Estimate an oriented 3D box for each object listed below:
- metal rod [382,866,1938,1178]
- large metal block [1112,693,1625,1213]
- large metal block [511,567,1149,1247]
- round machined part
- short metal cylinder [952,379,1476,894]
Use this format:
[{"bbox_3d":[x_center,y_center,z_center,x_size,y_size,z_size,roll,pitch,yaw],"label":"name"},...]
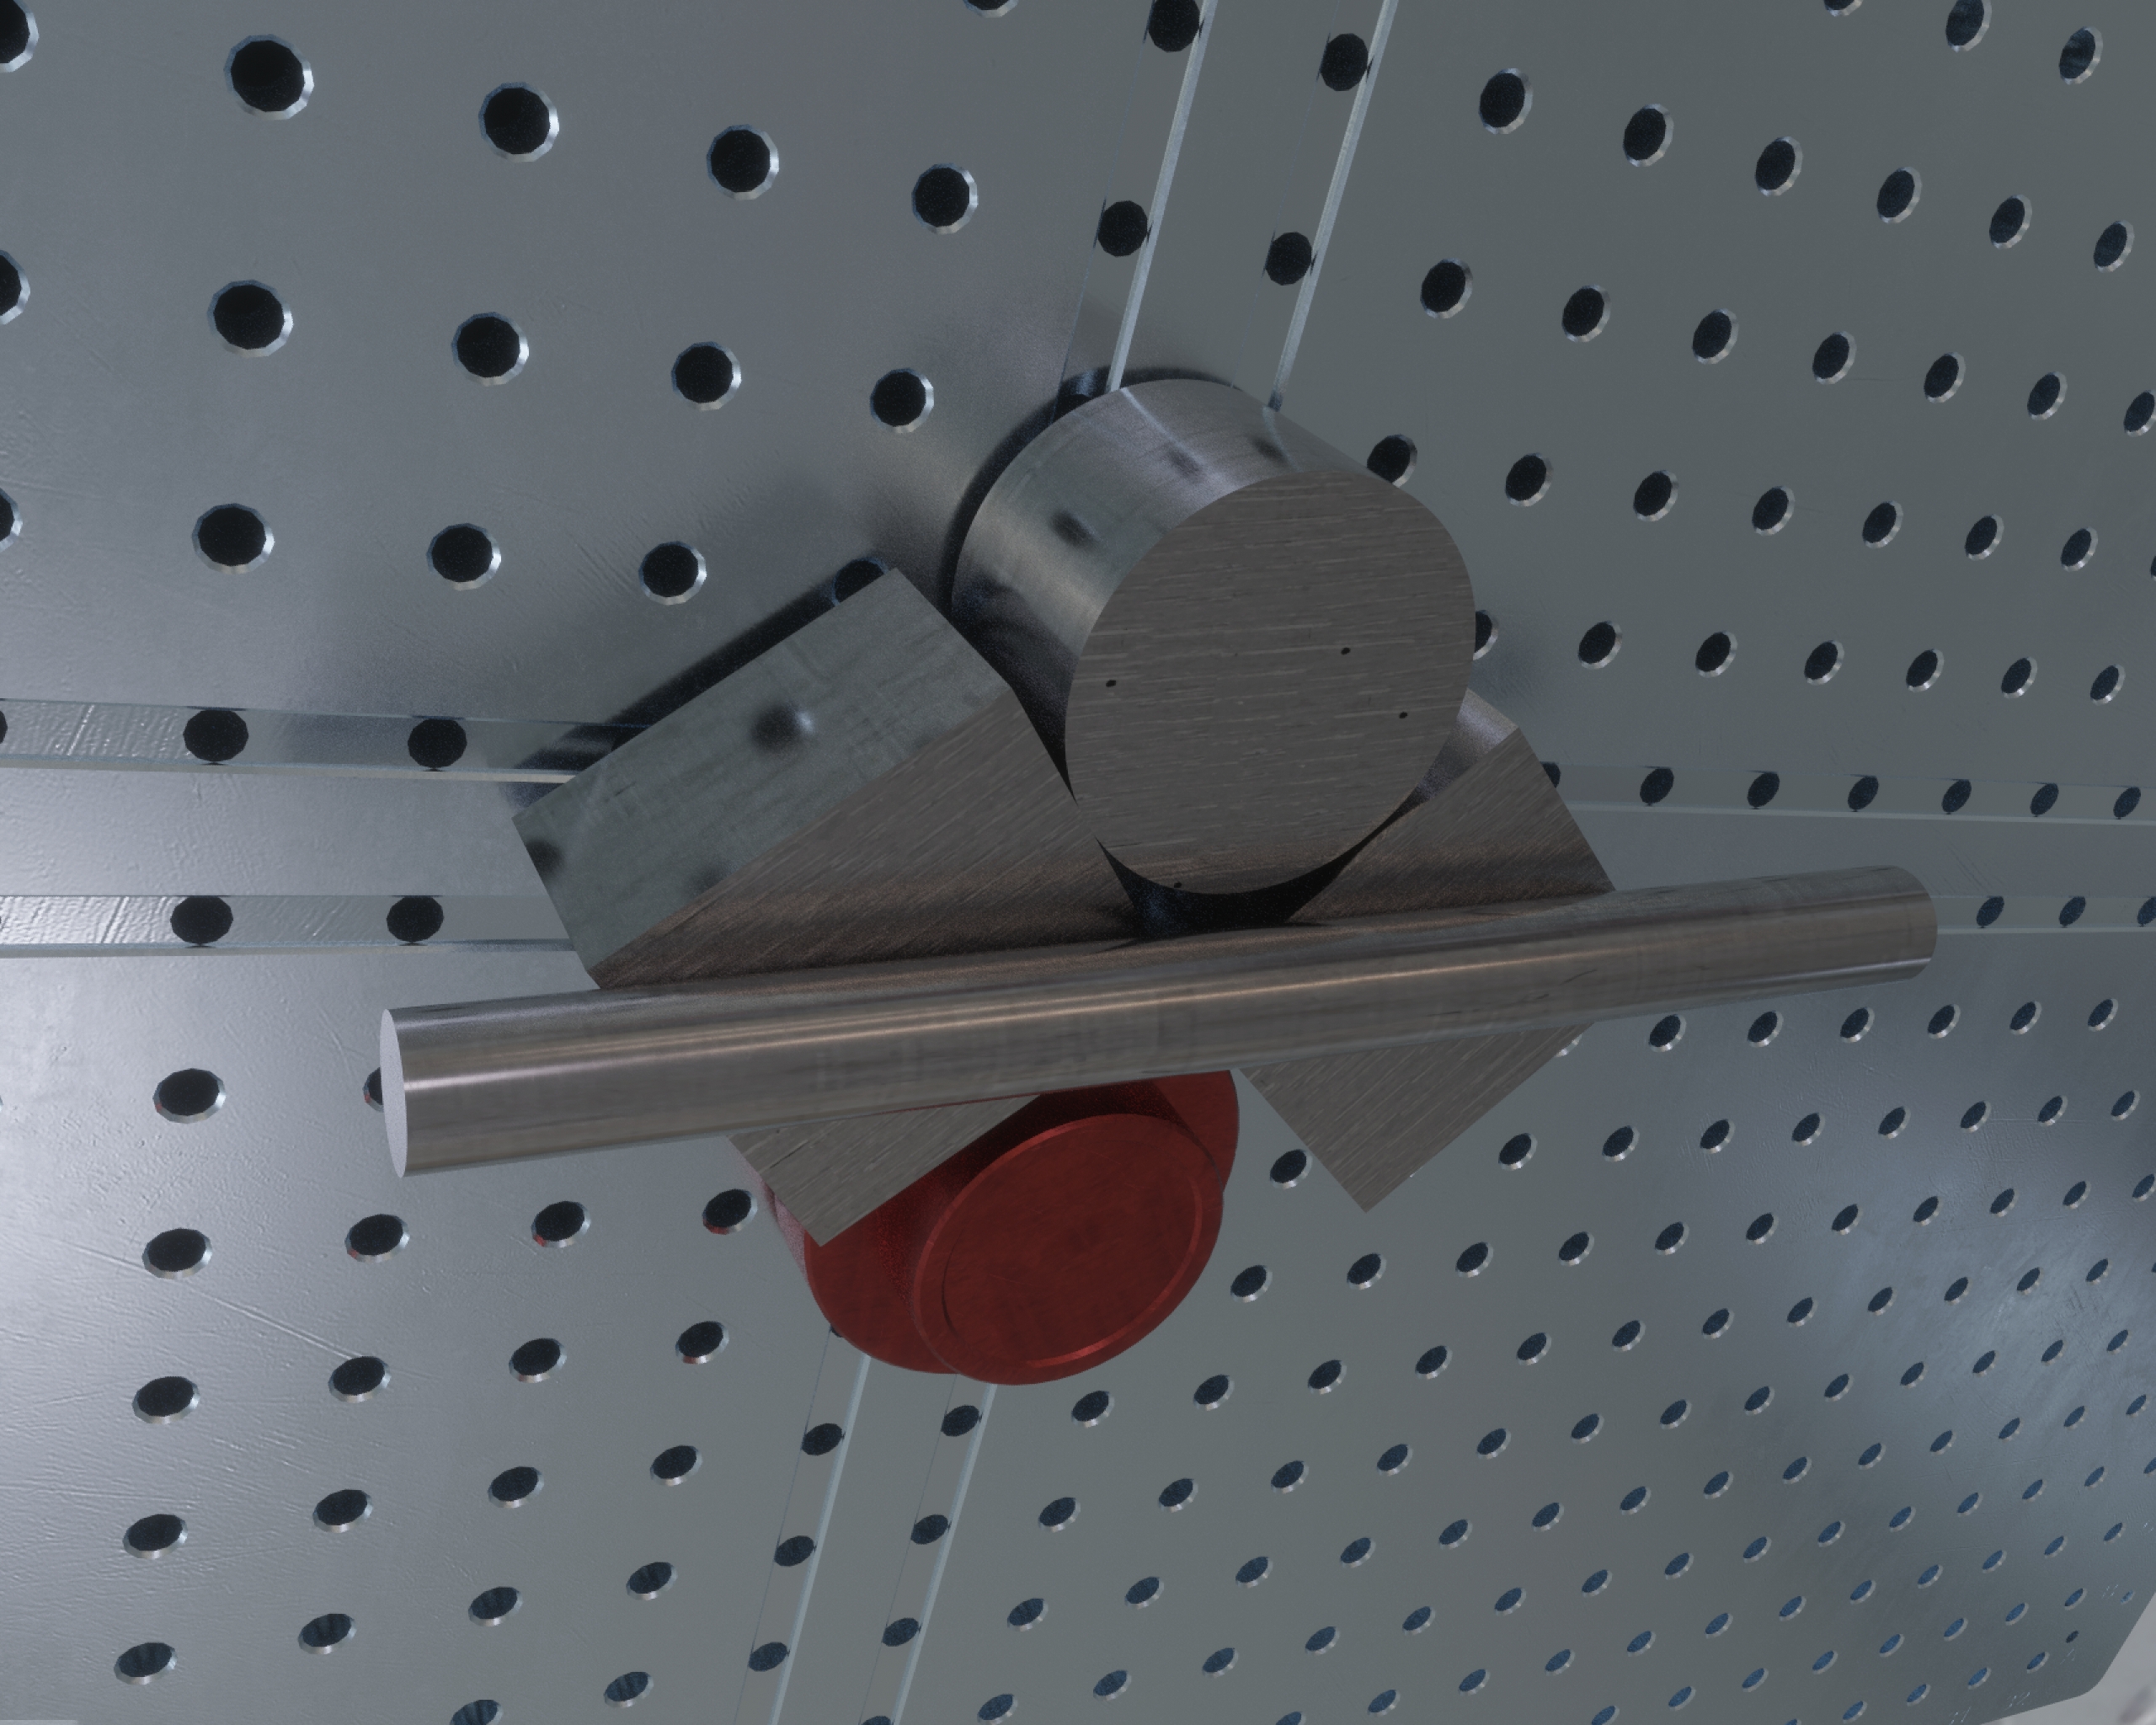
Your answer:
[{"bbox_3d":[0.035,0.023,0.373,0.303,0.025,0.025,-4,121,-26],"label":"metal rod"},{"bbox_3d":[0.060,0.012,0.427,0.080,0.050,0.080,-40,130,0],"label":"large metal block"},{"bbox_3d":[-0.039,0.008,0.374,0.080,0.050,0.080,-35,131,-6],"label":"large metal block"},{"bbox_3d":[-0.009,0.069,0.433,0.099,0.042,0.097,-14,124,-21],"label":"round machined part"},{"bbox_3d":[0.024,-0.041,0.378,0.081,0.050,0.079,-14,124,-21],"label":"short metal cylinder"}]
